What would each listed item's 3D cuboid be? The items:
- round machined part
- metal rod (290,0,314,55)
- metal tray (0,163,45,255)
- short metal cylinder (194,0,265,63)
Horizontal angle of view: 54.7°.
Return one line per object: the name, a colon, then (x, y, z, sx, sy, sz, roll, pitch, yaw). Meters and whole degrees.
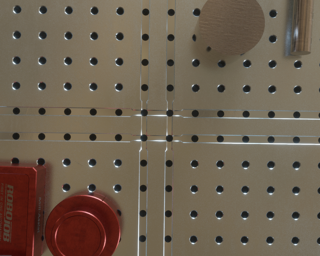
round machined part: (-0.101, 0.136, 0.404, 0.099, 0.042, 0.097, 0, 90, 0)
metal rod: (0.197, -0.249, 0.414, 0.025, 0.025, 0.298, 4, 90, 0)
metal tray: (-0.205, 0.113, 0.409, 0.091, 0.030, 0.129, 3, 90, 0)
short metal cylinder: (0.088, -0.128, 0.401, 0.081, 0.050, 0.080, 0, 90, 0)
